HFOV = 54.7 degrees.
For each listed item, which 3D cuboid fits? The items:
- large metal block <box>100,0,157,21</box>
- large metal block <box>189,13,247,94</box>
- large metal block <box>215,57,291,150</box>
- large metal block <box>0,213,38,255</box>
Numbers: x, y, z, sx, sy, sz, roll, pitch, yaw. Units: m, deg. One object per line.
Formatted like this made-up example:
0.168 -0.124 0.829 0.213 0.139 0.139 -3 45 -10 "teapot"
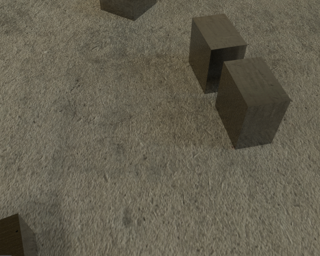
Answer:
-0.062 -0.262 0.606 0.080 0.050 0.080 25 54 19 "large metal block"
0.081 -0.110 0.460 0.050 0.080 0.080 -11 51 -9 "large metal block"
0.112 -0.031 0.394 0.050 0.080 0.080 -9 51 -8 "large metal block"
-0.153 0.135 0.272 0.081 0.050 0.080 -18 53 -15 "large metal block"
